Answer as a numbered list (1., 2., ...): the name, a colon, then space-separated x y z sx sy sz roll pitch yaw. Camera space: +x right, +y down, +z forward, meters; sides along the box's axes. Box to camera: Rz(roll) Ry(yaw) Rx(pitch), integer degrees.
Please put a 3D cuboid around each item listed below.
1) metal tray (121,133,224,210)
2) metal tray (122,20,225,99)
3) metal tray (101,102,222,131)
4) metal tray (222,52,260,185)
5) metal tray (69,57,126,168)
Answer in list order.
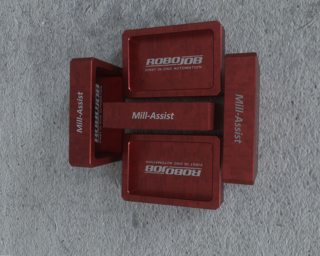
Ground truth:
1. metal tray: 0.016 0.053 0.403 0.130 0.030 0.089 1 89 19
2. metal tray: 0.016 -0.084 0.402 0.130 0.030 0.089 0 93 19
3. metal tray: 0.007 -0.014 0.374 0.130 0.090 0.030 1 92 20
4. metal tray: 0.092 -0.009 0.343 0.030 0.090 0.129 1 90 20
5. metal tray: -0.078 -0.019 0.403 0.030 0.090 0.129 1 91 20
